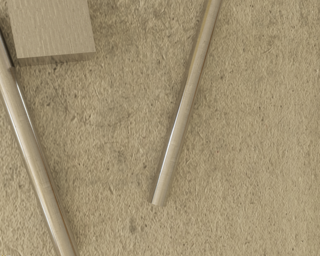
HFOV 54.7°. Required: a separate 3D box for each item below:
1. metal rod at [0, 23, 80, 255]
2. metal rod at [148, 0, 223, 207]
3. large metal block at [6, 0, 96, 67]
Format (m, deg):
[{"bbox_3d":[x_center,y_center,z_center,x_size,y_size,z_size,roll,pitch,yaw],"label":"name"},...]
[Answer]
[{"bbox_3d":[-0.150,0.015,0.353,0.025,0.025,0.298,-19,97,-19],"label":"metal rod"},{"bbox_3d":[0.037,-0.043,0.423,0.025,0.025,0.299,18,84,-20],"label":"metal rod"},{"bbox_3d":[-0.123,-0.117,0.350,0.081,0.050,0.079,-11,94,-20],"label":"large metal block"}]
